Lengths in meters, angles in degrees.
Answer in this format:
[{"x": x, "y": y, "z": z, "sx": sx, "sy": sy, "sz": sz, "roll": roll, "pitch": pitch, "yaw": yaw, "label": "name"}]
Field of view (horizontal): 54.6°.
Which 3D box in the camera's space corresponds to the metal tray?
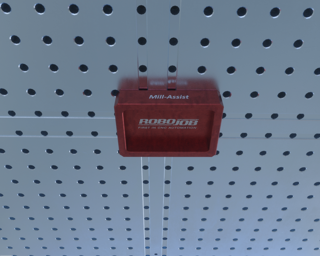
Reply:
[{"x": 0.011, "y": -0.004, "z": 0.404, "sx": 0.131, "sy": 0.030, "sz": 0.089, "roll": 0, "pitch": 130, "yaw": 0, "label": "metal tray"}]
